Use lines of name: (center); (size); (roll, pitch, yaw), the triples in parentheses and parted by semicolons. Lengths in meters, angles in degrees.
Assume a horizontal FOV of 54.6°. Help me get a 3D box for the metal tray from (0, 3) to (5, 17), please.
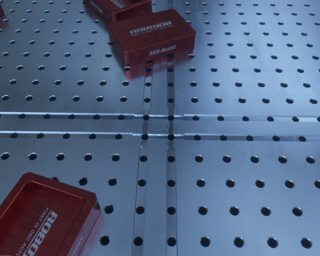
metal tray: (-0.382, -0.228, 0.594); (0.131, 0.030, 0.090); (-30, 56, -23)

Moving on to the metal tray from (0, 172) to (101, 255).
metal tray: (-0.128, 0.115, 0.307); (0.090, 0.030, 0.130); (15, 52, 12)

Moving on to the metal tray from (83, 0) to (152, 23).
metal tray: (-0.087, -0.255, 0.618); (0.091, 0.030, 0.130); (-30, 56, -23)

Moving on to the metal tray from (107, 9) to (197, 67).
metal tray: (-0.014, -0.160, 0.539); (0.131, 0.030, 0.090); (-19, 53, -16)
